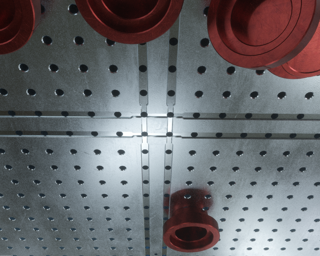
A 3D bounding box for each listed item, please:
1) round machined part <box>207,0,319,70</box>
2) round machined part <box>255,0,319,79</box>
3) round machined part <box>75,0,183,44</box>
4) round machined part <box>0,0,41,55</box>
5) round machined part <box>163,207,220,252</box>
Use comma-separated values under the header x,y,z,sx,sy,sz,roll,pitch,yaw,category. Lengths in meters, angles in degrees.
x,y,z,sx,sy,sz,roll,pitch,yaw,category
0.097,-0.103,0.290,0.042,0.098,0.098,-4,146,-52,round machined part
0.153,-0.092,0.323,0.099,0.042,0.097,0,130,0,round machined part
-0.027,-0.132,0.288,0.099,0.042,0.097,0,130,0,round machined part
-0.163,-0.123,0.294,0.099,0.042,0.097,0,130,0,round machined part
0.054,0.177,0.552,0.099,0.042,0.097,0,130,0,round machined part
